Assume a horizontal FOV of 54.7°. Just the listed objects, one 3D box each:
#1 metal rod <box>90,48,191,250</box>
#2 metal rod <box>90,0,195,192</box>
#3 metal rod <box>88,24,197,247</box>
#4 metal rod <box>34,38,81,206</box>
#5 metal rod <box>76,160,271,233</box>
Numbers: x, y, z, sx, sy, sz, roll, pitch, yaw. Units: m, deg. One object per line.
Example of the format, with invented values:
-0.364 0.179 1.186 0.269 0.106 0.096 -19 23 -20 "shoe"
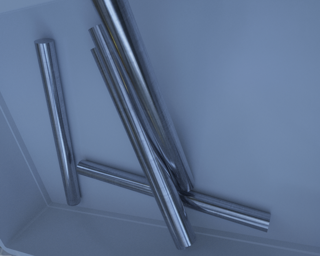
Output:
-0.020 0.034 0.417 0.025 0.025 0.299 -14 105 33 "metal rod"
-0.001 -0.009 0.325 0.025 0.025 0.299 8 146 24 "metal rod"
-0.016 0.018 0.389 0.025 0.025 0.298 -14 105 33 "metal rod"
-0.158 0.009 0.494 0.025 0.025 0.298 14 124 20 "metal rod"
0.007 0.095 0.462 0.301 0.025 0.025 13 124 20 "metal rod"
